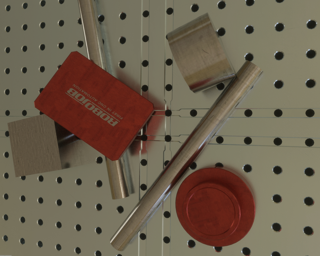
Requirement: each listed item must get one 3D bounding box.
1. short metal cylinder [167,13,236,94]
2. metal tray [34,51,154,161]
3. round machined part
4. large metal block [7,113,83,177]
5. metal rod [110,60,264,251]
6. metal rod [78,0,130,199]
[{"bbox_3d":[0.050,-0.087,0.365,0.050,0.080,0.080,-23,83,18],"label":"short metal cylinder"},{"bbox_3d":[-0.084,-0.028,0.410,0.130,0.030,0.090,35,86,1],"label":"metal tray"},{"bbox_3d":[0.066,0.097,0.380,0.098,0.042,0.097,0,90,19],"label":"round machined part"},{"bbox_3d":[-0.168,0.024,0.457,0.080,0.050,0.080,-11,86,19],"label":"large metal block"},{"bbox_3d":[0.028,0.044,0.402,0.025,0.025,0.299,39,102,15],"label":"metal rod"},{"bbox_3d":[-0.081,-0.050,0.439,0.025,0.025,0.298,-12,86,19],"label":"metal rod"}]
